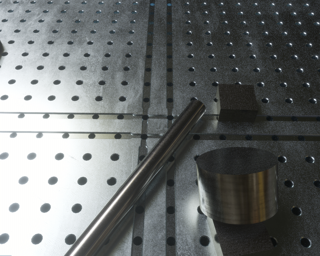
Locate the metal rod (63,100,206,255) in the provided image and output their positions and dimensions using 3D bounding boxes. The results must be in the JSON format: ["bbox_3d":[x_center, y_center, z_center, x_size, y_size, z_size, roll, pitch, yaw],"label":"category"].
[{"bbox_3d":[-0.029,0.067,0.350,0.025,0.025,0.301,27,55,20],"label":"metal rod"}]

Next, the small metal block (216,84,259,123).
[{"bbox_3d":[0.107,-0.036,0.438,0.050,0.025,0.050,3,50,2],"label":"small metal block"}]

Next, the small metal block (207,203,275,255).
[{"bbox_3d":[0.080,0.108,0.318,0.050,0.025,0.050,-8,51,-7],"label":"small metal block"}]

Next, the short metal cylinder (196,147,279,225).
[{"bbox_3d":[0.080,0.056,0.320,0.080,0.050,0.080,-6,14,2],"label":"short metal cylinder"}]
